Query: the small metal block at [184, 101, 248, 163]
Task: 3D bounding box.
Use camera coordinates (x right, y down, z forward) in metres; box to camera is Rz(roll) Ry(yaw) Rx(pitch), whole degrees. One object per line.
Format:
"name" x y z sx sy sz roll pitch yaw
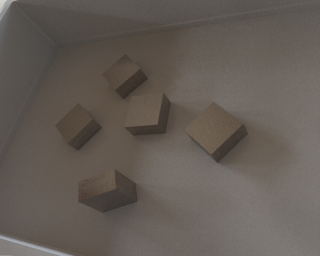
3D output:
"small metal block" 0.066 0.004 0.368 0.050 0.025 0.050 -44 51 -2

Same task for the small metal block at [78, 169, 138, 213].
"small metal block" -0.062 0.078 0.375 0.050 0.050 0.025 -21 54 15

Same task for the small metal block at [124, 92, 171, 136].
"small metal block" -0.017 -0.019 0.426 0.050 0.025 0.050 -4 60 26

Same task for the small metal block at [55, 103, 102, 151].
"small metal block" -0.125 -0.002 0.473 0.050 0.025 0.050 -45 51 -3

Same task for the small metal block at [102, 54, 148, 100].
"small metal block" -0.055 -0.081 0.485 0.050 0.025 0.050 -41 51 0
